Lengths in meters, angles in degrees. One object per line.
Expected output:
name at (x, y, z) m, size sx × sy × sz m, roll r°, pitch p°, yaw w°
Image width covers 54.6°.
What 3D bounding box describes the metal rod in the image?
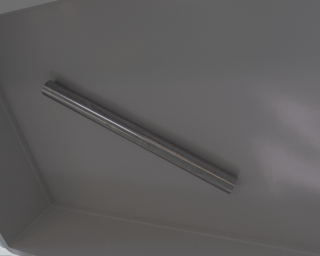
metal rod at (-0.035, 0.008, 0.432) m, size 0.301 × 0.025 × 0.025 m, roll 27°, pitch 128°, yaw 11°
